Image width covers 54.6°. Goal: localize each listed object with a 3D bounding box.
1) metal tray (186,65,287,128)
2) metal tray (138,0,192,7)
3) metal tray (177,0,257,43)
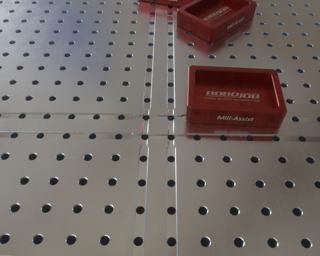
[{"bbox_3d":[0.104,-0.047,0.444,0.131,0.030,0.090,3,50,3],"label":"metal tray"},{"bbox_3d":[0.026,-0.294,0.652,0.130,0.030,0.090,14,51,11],"label":"metal tray"},{"bbox_3d":[0.107,-0.217,0.586,0.131,0.030,0.090,-36,59,-27],"label":"metal tray"}]
